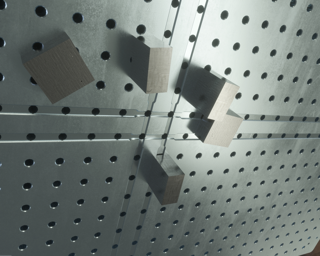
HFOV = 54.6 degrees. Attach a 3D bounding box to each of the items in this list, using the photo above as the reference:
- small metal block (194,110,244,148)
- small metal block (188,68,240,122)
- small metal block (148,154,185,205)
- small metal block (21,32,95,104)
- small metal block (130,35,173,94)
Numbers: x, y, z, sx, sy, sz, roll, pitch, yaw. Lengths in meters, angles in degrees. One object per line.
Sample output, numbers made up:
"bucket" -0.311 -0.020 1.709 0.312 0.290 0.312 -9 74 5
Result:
"small metal block" 0.087 -0.002 0.457 0.050 0.025 0.050 11 113 -33
"small metal block" 0.069 -0.043 0.405 0.025 0.050 0.050 12 113 -33
"small metal block" 0.008 0.073 0.444 0.025 0.050 0.050 -2 120 -27
"small metal block" -0.103 -0.061 0.317 0.050 0.025 0.050 -32 129 -8
"small metal block" -0.011 -0.071 0.344 0.025 0.050 0.050 -8 122 -25
